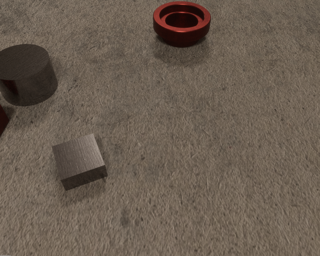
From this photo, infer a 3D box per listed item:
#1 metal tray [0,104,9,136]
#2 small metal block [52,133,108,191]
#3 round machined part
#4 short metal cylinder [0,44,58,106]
[{"bbox_3d":[-0.258,0.022,0.378,0.091,0.030,0.130,6,50,4],"label":"metal tray"},{"bbox_3d":[-0.095,0.040,0.369,0.050,0.025,0.050,-18,53,-15],"label":"small metal block"},{"bbox_3d":[0.037,-0.178,0.542,0.099,0.042,0.098,0,50,0],"label":"round machined part"},{"bbox_3d":[-0.196,-0.077,0.449,0.081,0.050,0.080,0,50,0],"label":"short metal cylinder"}]
